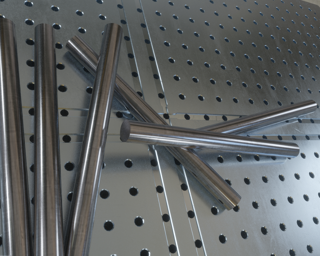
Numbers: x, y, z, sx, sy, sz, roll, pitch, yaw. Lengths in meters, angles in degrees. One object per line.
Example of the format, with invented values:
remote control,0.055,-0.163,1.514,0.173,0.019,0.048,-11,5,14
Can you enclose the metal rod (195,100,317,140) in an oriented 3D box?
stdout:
metal rod,0.161,-0.012,0.501,0.302,0.025,0.025,-13,69,-33

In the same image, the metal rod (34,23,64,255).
metal rod,-0.121,0.001,0.332,0.025,0.025,0.299,3,57,-27

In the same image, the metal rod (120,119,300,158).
metal rod,0.088,0.020,0.419,0.302,0.025,0.025,8,58,-33

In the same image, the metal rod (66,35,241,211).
metal rod,-0.010,-0.009,0.407,0.300,0.025,0.025,45,51,3

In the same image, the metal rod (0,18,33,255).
metal rod,-0.154,0.006,0.321,0.025,0.025,0.299,-2,63,-29

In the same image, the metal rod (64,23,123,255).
metal rod,-0.071,0.003,0.347,0.025,0.025,0.299,14,62,-20
